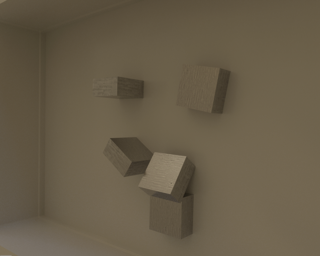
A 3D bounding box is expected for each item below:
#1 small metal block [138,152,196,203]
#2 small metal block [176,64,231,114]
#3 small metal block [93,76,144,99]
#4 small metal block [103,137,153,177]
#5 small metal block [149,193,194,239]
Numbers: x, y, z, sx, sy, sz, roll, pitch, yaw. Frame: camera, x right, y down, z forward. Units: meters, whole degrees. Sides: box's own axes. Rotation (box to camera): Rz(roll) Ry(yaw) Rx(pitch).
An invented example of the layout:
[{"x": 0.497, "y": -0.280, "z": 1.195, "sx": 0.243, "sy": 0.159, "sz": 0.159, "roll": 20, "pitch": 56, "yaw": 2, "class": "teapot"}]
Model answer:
[{"x": 0.009, "y": 0.060, "z": 0.382, "sx": 0.050, "sy": 0.025, "sz": 0.050, "roll": 4, "pitch": 57, "yaw": 39, "class": "small metal block"}, {"x": 0.050, "y": -0.046, "z": 0.364, "sx": 0.050, "sy": 0.025, "sz": 0.050, "roll": 16, "pitch": 100, "yaw": 38, "class": "small metal block"}, {"x": -0.059, "y": -0.056, "z": 0.437, "sx": 0.050, "sy": 0.050, "sz": 0.025, "roll": 3, "pitch": 92, "yaw": 39, "class": "small metal block"}, {"x": -0.040, "y": 0.038, "z": 0.422, "sx": 0.050, "sy": 0.050, "sz": 0.025, "roll": 43, "pitch": 116, "yaw": 31, "class": "small metal block"}, {"x": 0.014, "y": 0.107, "z": 0.393, "sx": 0.050, "sy": 0.025, "sz": 0.050, "roll": 3, "pitch": 92, "yaw": 39, "class": "small metal block"}]
